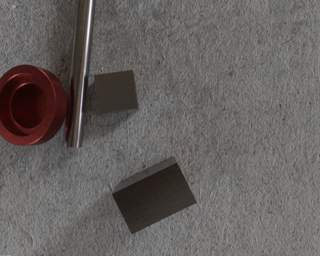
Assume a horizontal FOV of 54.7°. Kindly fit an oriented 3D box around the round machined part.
[{"bbox_3d":[-0.158,-0.027,0.389,0.098,0.042,0.097,-1,88,19],"label":"round machined part"}]

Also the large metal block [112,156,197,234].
[{"bbox_3d":[-0.006,0.078,0.383,0.080,0.080,0.050,-26,90,0],"label":"large metal block"}]

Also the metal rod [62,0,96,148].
[{"bbox_3d":[-0.102,-0.124,0.408,0.025,0.025,0.298,5,90,-1],"label":"metal rod"}]

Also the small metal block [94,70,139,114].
[{"bbox_3d":[-0.057,-0.047,0.409,0.050,0.025,0.050,-8,90,-1],"label":"small metal block"}]
